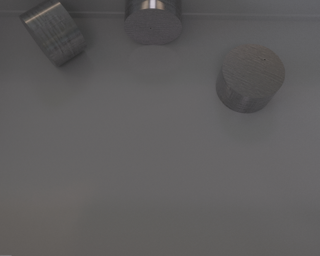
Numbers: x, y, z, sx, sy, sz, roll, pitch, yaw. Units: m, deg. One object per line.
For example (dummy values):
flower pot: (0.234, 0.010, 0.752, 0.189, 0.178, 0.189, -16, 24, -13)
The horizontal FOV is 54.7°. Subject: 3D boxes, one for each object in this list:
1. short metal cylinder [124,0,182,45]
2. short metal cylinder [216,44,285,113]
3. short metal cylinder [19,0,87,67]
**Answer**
short metal cylinder: (-0.010, -0.162, 0.439, 0.081, 0.080, 0.050, 0, 70, 0)
short metal cylinder: (0.120, -0.066, 0.421, 0.081, 0.050, 0.080, 0, 70, 0)
short metal cylinder: (-0.146, -0.131, 0.427, 0.050, 0.080, 0.080, -38, 75, -12)
